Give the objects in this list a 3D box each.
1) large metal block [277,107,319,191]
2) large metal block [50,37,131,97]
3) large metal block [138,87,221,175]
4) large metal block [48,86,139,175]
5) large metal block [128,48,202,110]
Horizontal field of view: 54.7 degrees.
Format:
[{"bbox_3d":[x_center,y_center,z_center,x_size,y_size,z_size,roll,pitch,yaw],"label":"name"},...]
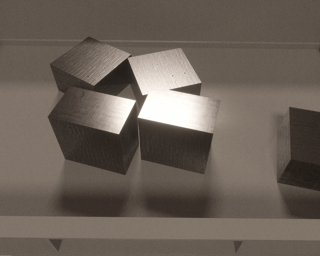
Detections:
[{"bbox_3d":[0.188,0.027,0.369,0.080,0.050,0.080,11,51,8],"label":"large metal block"},{"bbox_3d":[-0.097,-0.081,0.456,0.080,0.050,0.080,27,55,20],"label":"large metal block"},{"bbox_3d":[0.022,0.004,0.366,0.080,0.080,0.050,12,51,10],"label":"large metal block"},{"bbox_3d":[-0.073,0.004,0.365,0.080,0.080,0.050,13,51,10],"label":"large metal block"},{"bbox_3d":[0.004,-0.064,0.443,0.081,0.050,0.080,-13,52,-12],"label":"large metal block"}]
